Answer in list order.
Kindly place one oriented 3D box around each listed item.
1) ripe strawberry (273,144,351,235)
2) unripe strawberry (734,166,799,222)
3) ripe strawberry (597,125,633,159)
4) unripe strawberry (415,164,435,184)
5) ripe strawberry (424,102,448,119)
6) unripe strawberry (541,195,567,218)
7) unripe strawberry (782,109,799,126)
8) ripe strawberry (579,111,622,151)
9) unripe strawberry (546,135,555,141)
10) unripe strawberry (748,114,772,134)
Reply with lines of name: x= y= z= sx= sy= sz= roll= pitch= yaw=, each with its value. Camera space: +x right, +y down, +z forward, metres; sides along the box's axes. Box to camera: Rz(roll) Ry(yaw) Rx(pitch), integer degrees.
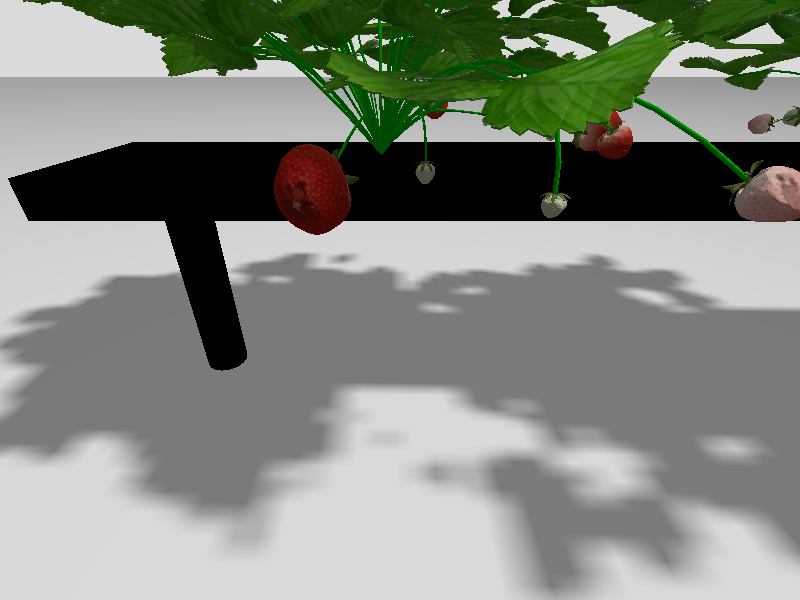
ripe strawberry: x=-0.038 y=-0.045 z=0.166 sx=0.032 sy=0.036 sz=0.035 roll=3 pitch=31 yaw=6
unripe strawberry: x=0.168 y=-0.046 z=0.179 sx=0.028 sy=0.025 sz=0.026 roll=-28 pitch=61 yaw=-39
ripe strawberry: x=0.165 y=-0.119 z=0.305 sx=0.024 sy=0.023 sz=0.022 roll=-29 pitch=22 yaw=23
unripe strawberry: x=0.014 y=-0.069 z=0.219 sx=0.011 sy=0.011 sz=0.010 roll=-7 pitch=31 yaw=-11
ripe strawberry: x=0.049 y=-0.258 z=0.532 sx=0.031 sy=0.035 sz=0.033 roll=8 pitch=13 yaw=13
unripe strawberry: x=0.066 y=-0.040 z=0.172 sx=0.011 sy=0.010 sz=0.010 roll=-13 pitch=33 yaw=-21
unripe strawberry: x=0.466 y=-0.215 z=0.474 sx=0.021 sy=0.019 sz=0.019 roll=5 pitch=4 yaw=9
ripe strawberry: x=0.166 y=-0.142 z=0.333 sx=0.034 sy=0.035 sz=0.031 roll=-1 pitch=30 yaw=-3
unripe strawberry: x=0.128 y=-0.140 z=0.338 sx=0.010 sy=0.010 sz=0.009 roll=-3 pitch=31 yaw=-4
unripe strawberry: x=0.378 y=-0.185 z=0.421 sx=0.017 sy=0.020 sz=0.019 roll=-15 pitch=28 yaw=-24
